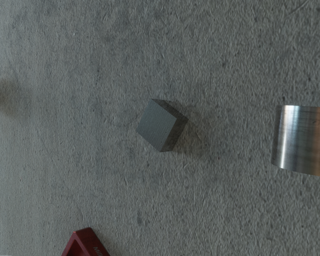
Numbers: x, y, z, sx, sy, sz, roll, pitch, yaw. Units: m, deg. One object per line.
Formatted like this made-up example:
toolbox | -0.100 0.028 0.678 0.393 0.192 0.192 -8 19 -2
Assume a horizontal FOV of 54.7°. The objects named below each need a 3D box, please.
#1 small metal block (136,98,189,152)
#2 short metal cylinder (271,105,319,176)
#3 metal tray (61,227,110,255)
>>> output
small metal block | 0.002 -0.004 0.404 0.050 0.025 0.050 40 114 32
short metal cylinder | 0.137 0.009 0.256 0.080 0.081 0.050 8 95 39
metal tray | -0.107 0.237 0.490 0.130 0.030 0.089 43 116 31
